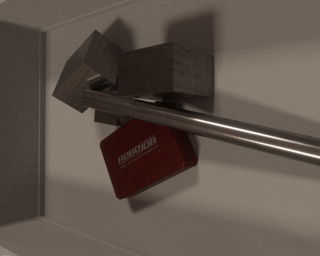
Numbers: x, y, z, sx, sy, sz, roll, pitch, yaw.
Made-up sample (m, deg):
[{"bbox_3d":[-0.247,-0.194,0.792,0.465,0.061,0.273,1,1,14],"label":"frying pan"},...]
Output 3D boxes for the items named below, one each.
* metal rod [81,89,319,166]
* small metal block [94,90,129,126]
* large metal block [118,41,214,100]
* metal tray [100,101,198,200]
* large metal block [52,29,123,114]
[{"bbox_3d":[0.030,-0.008,0.348,0.300,0.025,0.025,14,99,28],"label":"metal rod"},{"bbox_3d":[-0.071,-0.031,0.463,0.050,0.025,0.050,10,96,39],"label":"small metal block"},{"bbox_3d":[0.008,-0.061,0.363,0.080,0.081,0.050,0,90,39],"label":"large metal block"},{"bbox_3d":[-0.021,0.033,0.419,0.130,0.030,0.090,-33,70,34],"label":"metal tray"},{"bbox_3d":[-0.104,-0.081,0.450,0.080,0.050,0.080,-33,36,34],"label":"large metal block"}]
